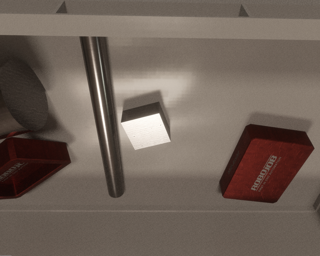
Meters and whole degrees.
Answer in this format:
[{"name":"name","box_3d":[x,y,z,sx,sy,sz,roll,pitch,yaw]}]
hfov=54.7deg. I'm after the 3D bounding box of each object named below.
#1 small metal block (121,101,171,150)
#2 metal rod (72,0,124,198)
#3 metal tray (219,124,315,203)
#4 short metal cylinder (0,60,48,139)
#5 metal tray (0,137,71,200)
[{"name":"small metal block","box_3d":[-0.017,-0.002,0.407,0.050,0.025,0.050,-14,129,11]},{"name":"metal rod","box_3d":[-0.071,-0.012,0.397,0.025,0.025,0.298,-1,130,0]},{"name":"metal tray","box_3d":[0.152,0.057,0.457,0.091,0.030,0.129,8,130,-7]},{"name":"short metal cylinder","box_3d":[-0.171,-0.030,0.345,0.050,0.080,0.080,-14,129,11]},{"name":"metal tray","box_3d":[-0.199,0.060,0.424,0.130,0.030,0.090,-33,157,24]}]
